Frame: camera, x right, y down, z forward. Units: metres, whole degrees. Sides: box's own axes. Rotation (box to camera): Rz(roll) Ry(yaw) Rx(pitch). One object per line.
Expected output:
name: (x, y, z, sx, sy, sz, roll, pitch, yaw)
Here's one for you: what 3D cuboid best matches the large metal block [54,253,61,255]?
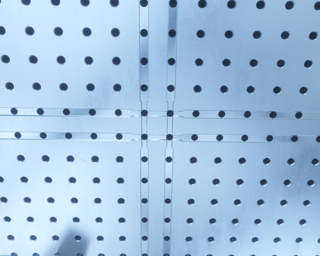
large metal block: (-0.174, 0.259, 0.478, 0.050, 0.080, 0.080, 39, 106, -13)
